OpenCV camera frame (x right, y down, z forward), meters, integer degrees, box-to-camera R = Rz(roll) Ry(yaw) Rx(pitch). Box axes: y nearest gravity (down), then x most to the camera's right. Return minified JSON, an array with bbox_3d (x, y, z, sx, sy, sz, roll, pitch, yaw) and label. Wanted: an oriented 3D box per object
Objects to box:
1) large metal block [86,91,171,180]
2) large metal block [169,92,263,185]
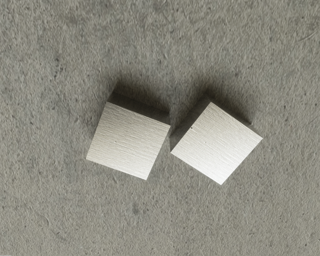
[{"bbox_3d":[-0.040,0.009,0.399,0.080,0.050,0.079,21,109,-8],"label":"large metal block"},{"bbox_3d":[0.069,0.013,0.402,0.080,0.050,0.080,34,107,-12],"label":"large metal block"}]
